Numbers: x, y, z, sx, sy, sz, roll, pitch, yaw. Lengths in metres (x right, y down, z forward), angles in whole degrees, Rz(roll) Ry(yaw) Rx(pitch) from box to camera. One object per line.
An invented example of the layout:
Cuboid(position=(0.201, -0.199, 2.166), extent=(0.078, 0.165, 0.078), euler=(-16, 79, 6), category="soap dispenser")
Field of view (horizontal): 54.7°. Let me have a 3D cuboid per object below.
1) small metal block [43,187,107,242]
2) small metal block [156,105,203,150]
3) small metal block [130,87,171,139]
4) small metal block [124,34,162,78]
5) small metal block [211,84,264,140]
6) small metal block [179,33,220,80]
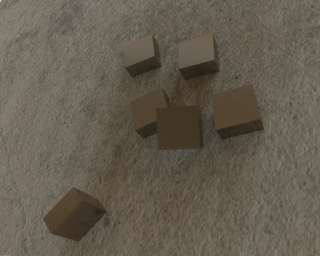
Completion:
Cuboid(position=(-0.102, 0.105, 0.375), extent=(0.050, 0.050, 0.025), euler=(-47, 52, -4), category="small metal block")
Cuboid(position=(0.024, 0.000, 0.373), extent=(0.050, 0.025, 0.050), euler=(-4, 87, 16), category="small metal block")
Cuboid(position=(-0.010, -0.020, 0.420), extent=(0.050, 0.025, 0.050), euler=(-23, 53, 13), category="small metal block")
Cuboid(position=(-0.028, -0.114, 0.487), extent=(0.050, 0.025, 0.050), euler=(-18, 55, 17), category="small metal block")
Cuboid(position=(0.091, -0.019, 0.367), extent=(0.050, 0.025, 0.050), euler=(-15, 56, 19), category="small metal block")
Cuboid(position=(0.055, -0.100, 0.436), extent=(0.050, 0.025, 0.050), euler=(-11, 57, 21), category="small metal block")
